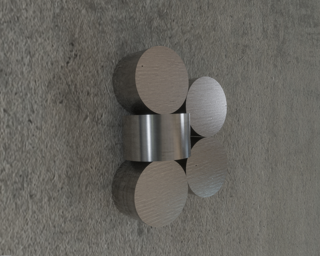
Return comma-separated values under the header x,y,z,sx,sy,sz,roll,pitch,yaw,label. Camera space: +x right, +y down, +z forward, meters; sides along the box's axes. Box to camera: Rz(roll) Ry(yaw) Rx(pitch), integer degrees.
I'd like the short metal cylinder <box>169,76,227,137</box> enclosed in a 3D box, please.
x,y,z,sx,sy,sz,roll,pitch,yaw,label
0.047,-0.028,0.428,0.081,0.050,0.079,-1,91,-40,short metal cylinder

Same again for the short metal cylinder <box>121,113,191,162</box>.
x,y,z,sx,sy,sz,roll,pitch,yaw,label
-0.004,0.009,0.367,0.081,0.080,0.050,-4,93,-40,short metal cylinder

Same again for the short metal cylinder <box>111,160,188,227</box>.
x,y,z,sx,sy,sz,roll,pitch,yaw,label
-0.012,0.075,0.380,0.081,0.050,0.080,-1,91,-39,short metal cylinder

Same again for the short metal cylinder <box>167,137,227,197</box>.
x,y,z,sx,sy,sz,roll,pitch,yaw,label
0.048,0.052,0.429,0.081,0.050,0.079,-1,91,-39,short metal cylinder

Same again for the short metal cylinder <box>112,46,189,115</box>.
x,y,z,sx,sy,sz,roll,pitch,yaw,label
-0.011,-0.056,0.380,0.081,0.050,0.080,-1,91,-39,short metal cylinder
